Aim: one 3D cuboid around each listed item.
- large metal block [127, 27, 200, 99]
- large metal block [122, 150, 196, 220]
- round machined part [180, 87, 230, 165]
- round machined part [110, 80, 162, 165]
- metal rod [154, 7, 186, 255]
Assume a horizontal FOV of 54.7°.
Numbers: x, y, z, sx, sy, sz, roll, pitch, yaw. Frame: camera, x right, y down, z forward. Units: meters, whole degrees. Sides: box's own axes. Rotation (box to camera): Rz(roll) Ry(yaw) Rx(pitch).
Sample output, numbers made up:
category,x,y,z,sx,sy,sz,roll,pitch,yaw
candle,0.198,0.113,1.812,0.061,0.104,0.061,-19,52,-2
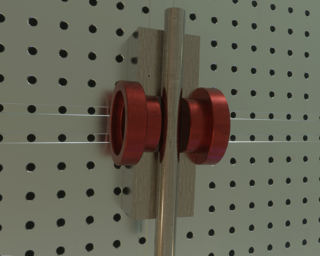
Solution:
category,x,y,z,sx,sy,sz,roll,pitch,yaw
large metal block,0.003,-0.078,0.400,0.081,0.050,0.080,2,89,-20
large metal block,-0.002,0.069,0.398,0.081,0.050,0.080,3,89,-20
round machined part,0.047,-0.002,0.391,0.042,0.098,0.097,2,90,-15
round machined part,-0.029,-0.005,0.362,0.042,0.098,0.097,2,90,-20
metal rod,0.011,0.011,0.363,0.025,0.025,0.298,3,89,-20
